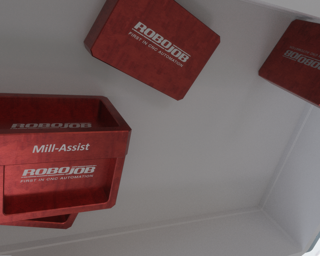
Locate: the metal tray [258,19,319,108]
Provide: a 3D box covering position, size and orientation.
[{"bbox_3d":[0.195,-0.083,0.393,0.030,0.130,0.090,24,106,-28],"label":"metal tray"}]

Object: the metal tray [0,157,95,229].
[{"bbox_3d":[-0.153,0.072,0.365,0.131,0.030,0.090,18,109,-35],"label":"metal tray"}]

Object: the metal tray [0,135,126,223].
[{"bbox_3d":[-0.108,0.051,0.338,0.131,0.030,0.089,0,118,-29],"label":"metal tray"}]

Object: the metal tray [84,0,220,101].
[{"bbox_3d":[-0.005,-0.095,0.344,0.131,0.030,0.090,23,106,-37],"label":"metal tray"}]

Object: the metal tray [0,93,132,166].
[{"bbox_3d":[-0.105,-0.003,0.306,0.131,0.090,0.030,-1,118,-28],"label":"metal tray"}]
